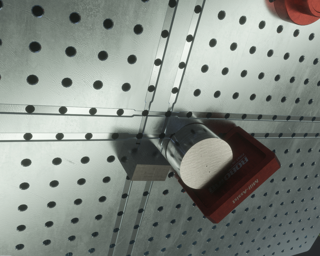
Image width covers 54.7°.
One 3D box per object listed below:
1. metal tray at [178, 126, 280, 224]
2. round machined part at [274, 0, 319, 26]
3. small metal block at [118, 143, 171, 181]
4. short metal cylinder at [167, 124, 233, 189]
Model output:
[{"bbox_3d":[0.101,0.067,0.468,0.130,0.090,0.030,-42,130,0],"label":"metal tray"},{"bbox_3d":[0.201,-0.182,0.400,0.099,0.042,0.097,-14,125,-21],"label":"round machined part"},{"bbox_3d":[-0.021,0.045,0.413,0.050,0.050,0.025,6,115,-32],"label":"small metal block"},{"bbox_3d":[0.056,0.040,0.445,0.081,0.050,0.079,-9,116,-18],"label":"short metal cylinder"}]
